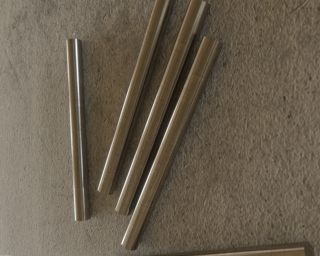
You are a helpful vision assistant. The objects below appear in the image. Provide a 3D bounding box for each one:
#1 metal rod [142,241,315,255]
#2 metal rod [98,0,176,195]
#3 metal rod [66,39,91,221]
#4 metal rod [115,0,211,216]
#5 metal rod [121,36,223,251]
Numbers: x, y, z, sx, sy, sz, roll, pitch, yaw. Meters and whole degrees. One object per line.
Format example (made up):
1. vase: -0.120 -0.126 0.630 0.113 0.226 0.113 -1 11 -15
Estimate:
1. metal rod: 0.030 0.166 0.379 0.299 0.025 0.025 -23 76 37
2. metal rod: -0.036 -0.040 0.434 0.025 0.025 0.298 30 109 36
3. metal rod: -0.136 0.001 0.517 0.025 0.025 0.298 -6 86 40
4. metal rod: -0.002 -0.015 0.406 0.025 0.025 0.298 32 110 35
5. metal rod: 0.009 0.032 0.397 0.025 0.025 0.298 33 111 35
